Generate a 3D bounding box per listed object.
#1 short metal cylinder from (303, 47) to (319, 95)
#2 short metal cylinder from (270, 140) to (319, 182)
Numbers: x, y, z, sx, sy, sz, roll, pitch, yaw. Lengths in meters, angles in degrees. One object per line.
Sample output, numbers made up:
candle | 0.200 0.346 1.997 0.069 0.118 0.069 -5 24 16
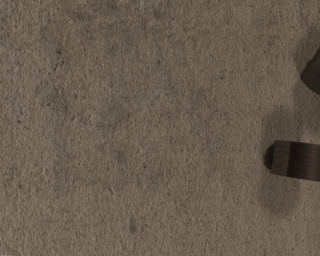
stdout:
short metal cylinder | 0.274 -0.087 0.483 0.080 0.080 0.050 37 78 -17
short metal cylinder | 0.209 0.048 0.459 0.081 0.080 0.050 9 87 -20
